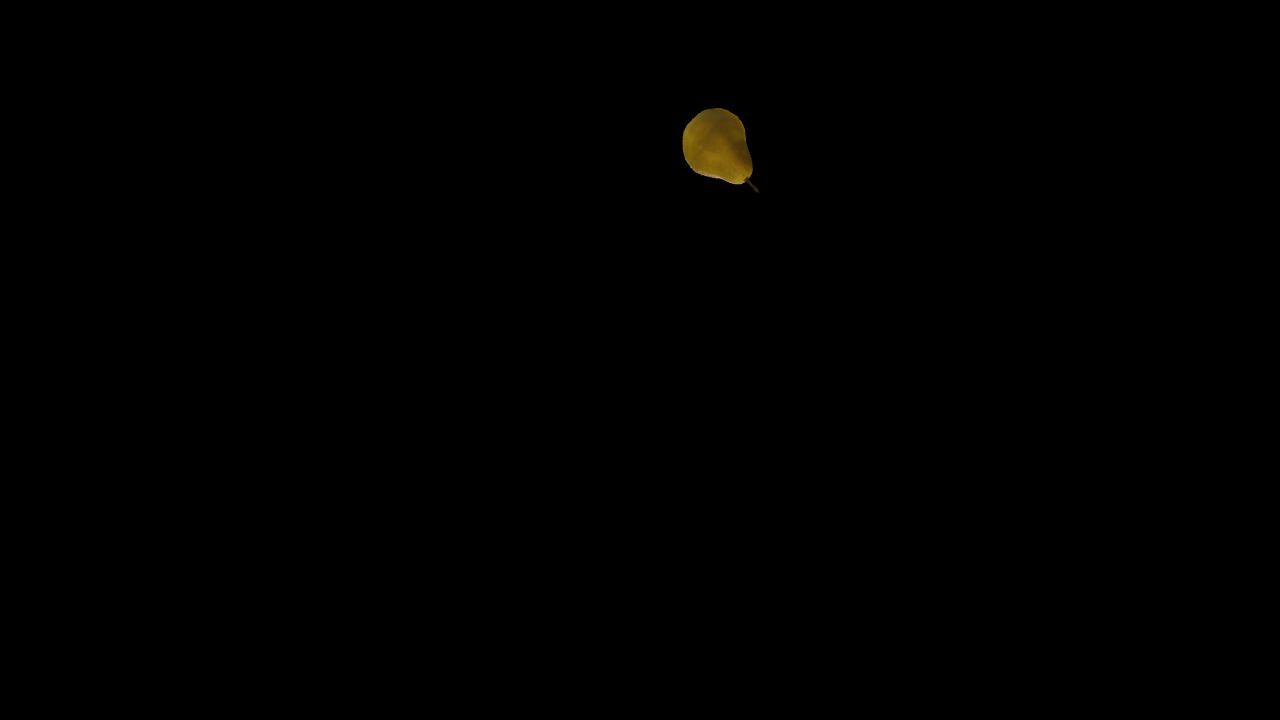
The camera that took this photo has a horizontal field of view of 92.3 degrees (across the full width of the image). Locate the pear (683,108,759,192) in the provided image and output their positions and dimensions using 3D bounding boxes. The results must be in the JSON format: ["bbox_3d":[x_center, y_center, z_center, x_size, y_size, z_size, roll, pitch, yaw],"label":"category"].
[{"bbox_3d":[0.098,-0.237,0.711,0.080,0.111,0.080,-27,-30,-17],"label":"pear"}]
